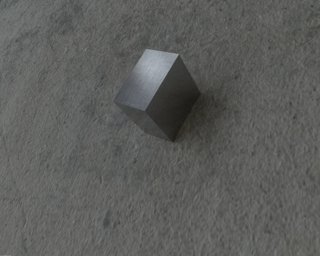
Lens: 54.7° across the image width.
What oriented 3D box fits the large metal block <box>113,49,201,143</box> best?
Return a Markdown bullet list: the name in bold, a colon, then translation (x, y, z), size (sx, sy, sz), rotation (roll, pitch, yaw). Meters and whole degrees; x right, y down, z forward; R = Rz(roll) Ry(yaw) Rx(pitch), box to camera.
- **large metal block**: translation (0.000, -0.040, 0.392), size (0.050, 0.080, 0.080), rotation (19, 72, 35)
